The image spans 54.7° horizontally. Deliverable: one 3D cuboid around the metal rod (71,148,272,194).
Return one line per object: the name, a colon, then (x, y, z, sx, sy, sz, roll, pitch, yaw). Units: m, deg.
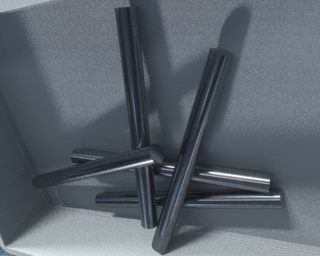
metal rod: (-0.001, 0.056, 0.441, 0.301, 0.025, 0.025, 5, 121, 25)

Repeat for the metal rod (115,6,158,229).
metal rod: (-0.026, 0.004, 0.399, 0.025, 0.025, 0.298, 6, 115, 24)

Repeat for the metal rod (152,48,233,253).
metal rod: (0.032, 0.048, 0.393, 0.025, 0.025, 0.298, 22, 119, 14)

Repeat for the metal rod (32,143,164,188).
metal rod: (-0.113, 0.065, 0.472, 0.299, 0.025, 0.025, -17, 110, 40)

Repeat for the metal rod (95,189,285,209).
metal rod: (0.024, 0.106, 0.458, 0.300, 0.025, 0.025, -8, 114, 31)
